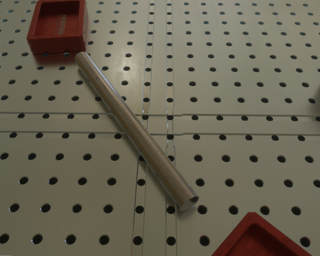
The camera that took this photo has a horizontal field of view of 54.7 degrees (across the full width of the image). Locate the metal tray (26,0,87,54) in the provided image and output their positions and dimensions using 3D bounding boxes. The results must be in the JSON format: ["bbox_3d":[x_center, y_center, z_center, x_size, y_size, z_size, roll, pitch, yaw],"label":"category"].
[{"bbox_3d":[-0.181,-0.187,0.560,0.091,0.030,0.130,-5,50,-4],"label":"metal tray"}]

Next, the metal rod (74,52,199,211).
[{"bbox_3d":[-0.047,-0.015,0.419,0.025,0.025,0.300,-26,55,-20],"label":"metal rod"}]

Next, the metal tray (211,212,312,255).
[{"bbox_3d":[0.108,0.151,0.278,0.130,0.030,0.090,37,59,26],"label":"metal tray"}]
